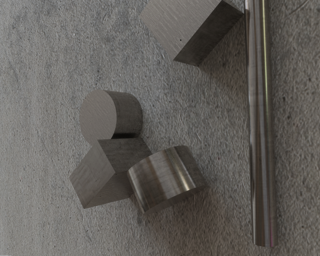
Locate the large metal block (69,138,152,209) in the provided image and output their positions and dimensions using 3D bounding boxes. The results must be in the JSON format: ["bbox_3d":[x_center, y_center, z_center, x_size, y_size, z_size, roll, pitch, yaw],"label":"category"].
[{"bbox_3d":[-0.062,0.059,0.420,0.080,0.081,0.050,-49,61,29],"label":"large metal block"}]

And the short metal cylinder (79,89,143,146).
[{"bbox_3d":[-0.071,-0.014,0.447,0.080,0.050,0.080,0,90,40],"label":"short metal cylinder"}]

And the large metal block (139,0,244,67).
[{"bbox_3d":[0.034,-0.131,0.361,0.080,0.050,0.080,-48,62,29],"label":"large metal block"}]

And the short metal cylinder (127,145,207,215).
[{"bbox_3d":[0.008,0.062,0.363,0.080,0.081,0.050,-38,67,33],"label":"short metal cylinder"}]

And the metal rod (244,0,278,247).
[{"bbox_3d":[0.103,-0.032,0.319,0.025,0.025,0.298,-3,88,40],"label":"metal rod"}]
